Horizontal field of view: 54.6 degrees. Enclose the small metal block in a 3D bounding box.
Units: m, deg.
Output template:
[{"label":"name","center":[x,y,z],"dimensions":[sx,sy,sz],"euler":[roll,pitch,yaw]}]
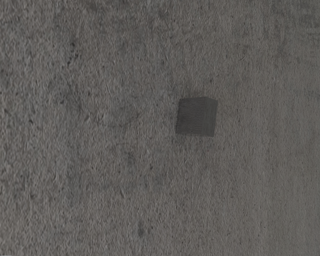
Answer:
[{"label":"small metal block","center":[0.050,-0.015,0.429],"dimensions":[0.025,0.050,0.050],"euler":[13,82,-39]}]
